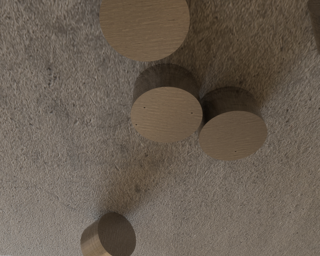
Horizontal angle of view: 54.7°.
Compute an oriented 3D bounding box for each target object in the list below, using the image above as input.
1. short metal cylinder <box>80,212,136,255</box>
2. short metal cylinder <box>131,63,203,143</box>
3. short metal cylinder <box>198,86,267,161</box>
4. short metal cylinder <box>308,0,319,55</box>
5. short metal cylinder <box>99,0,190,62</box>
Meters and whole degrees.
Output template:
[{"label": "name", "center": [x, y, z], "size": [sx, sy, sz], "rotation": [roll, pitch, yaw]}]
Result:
[{"label": "short metal cylinder", "center": [-0.089, 0.194, 0.535], "size": [0.080, 0.080, 0.050], "rotation": [35, 122, -26]}, {"label": "short metal cylinder", "center": [0.007, -0.029, 0.366], "size": [0.081, 0.050, 0.079], "rotation": [0, 130, 0]}, {"label": "short metal cylinder", "center": [0.087, -0.005, 0.387], "size": [0.081, 0.050, 0.079], "rotation": [0, 130, 0]}, {"label": "short metal cylinder", "center": [0.184, -0.104, 0.284], "size": [0.080, 0.080, 0.050], "rotation": [-22, 127, 17]}, {"label": "short metal cylinder", "center": [-0.014, -0.111, 0.296], "size": [0.081, 0.050, 0.079], "rotation": [0, 130, 0]}]
